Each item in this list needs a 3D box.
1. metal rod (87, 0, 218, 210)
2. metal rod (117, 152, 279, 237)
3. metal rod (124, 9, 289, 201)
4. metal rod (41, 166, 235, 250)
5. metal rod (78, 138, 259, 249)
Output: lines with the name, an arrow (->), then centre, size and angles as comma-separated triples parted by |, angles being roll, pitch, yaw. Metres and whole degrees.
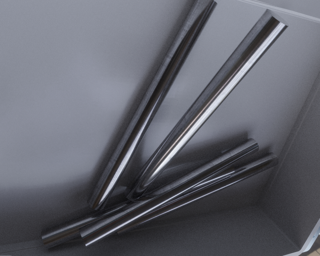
metal rod -> -0.017, -0.020, 0.387 | 0.025, 0.025, 0.298 | 19, 108, -36
metal rod -> 0.069, 0.104, 0.512 | 0.302, 0.025, 0.025 | -20, 126, -17
metal rod -> 0.033, -0.002, 0.363 | 0.025, 0.025, 0.298 | 9, 134, -33
metal rod -> -0.020, 0.108, 0.466 | 0.302, 0.025, 0.025 | -18, 126, -19
metal rod -> 0.028, 0.086, 0.455 | 0.302, 0.025, 0.025 | -24, 128, -23
